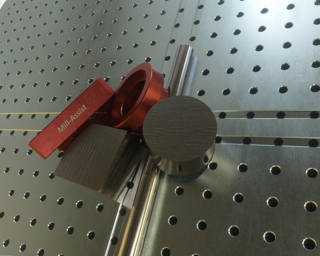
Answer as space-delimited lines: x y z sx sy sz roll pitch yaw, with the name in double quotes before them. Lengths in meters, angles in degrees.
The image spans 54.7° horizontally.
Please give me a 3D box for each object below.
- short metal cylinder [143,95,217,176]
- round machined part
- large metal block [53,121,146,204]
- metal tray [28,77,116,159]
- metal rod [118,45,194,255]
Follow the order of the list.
"short metal cylinder" 0.023 0.010 0.357 0.080 0.050 0.080 -2 64 4
"round machined part" -0.026 -0.035 0.416 0.098 0.042 0.098 -37 36 34
"large metal block" -0.078 0.043 0.407 0.080 0.050 0.080 11 67 32
"metal tray" -0.123 -0.018 0.449 0.130 0.030 0.090 -44 13 -2
"metal rod" 0.001 0.016 0.398 0.025 0.025 0.300 1 62 29
